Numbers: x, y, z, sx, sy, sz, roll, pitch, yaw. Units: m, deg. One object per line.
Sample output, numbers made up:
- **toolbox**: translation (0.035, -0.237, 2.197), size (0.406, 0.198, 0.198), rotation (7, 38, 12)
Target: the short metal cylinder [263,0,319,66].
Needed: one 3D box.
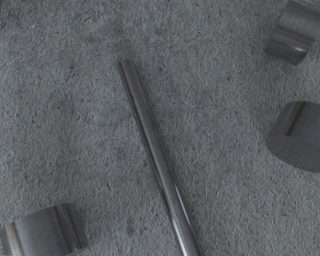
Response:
- **short metal cylinder**: translation (0.185, -0.133, 0.429), size (0.050, 0.080, 0.080), rotation (26, 72, 9)

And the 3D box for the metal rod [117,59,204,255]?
- **metal rod**: translation (-0.001, 0.042, 0.392), size (0.025, 0.025, 0.299), rotation (-18, 71, -6)

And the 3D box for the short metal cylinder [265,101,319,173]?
- **short metal cylinder**: translation (0.177, 0.012, 0.376), size (0.080, 0.080, 0.050), rotation (30, 73, 10)

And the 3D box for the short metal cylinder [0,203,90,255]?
- **short metal cylinder**: translation (-0.123, 0.122, 0.334), size (0.080, 0.080, 0.050), rotation (-23, 72, -8)
